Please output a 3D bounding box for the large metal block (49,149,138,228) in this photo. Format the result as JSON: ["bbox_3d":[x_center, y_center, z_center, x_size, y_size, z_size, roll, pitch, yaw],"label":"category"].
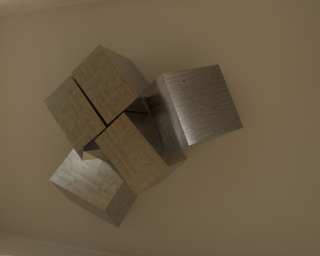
[{"bbox_3d":[-0.081,0.078,0.400,0.080,0.080,0.050,23,63,18],"label":"large metal block"}]

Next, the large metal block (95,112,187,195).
[{"bbox_3d":[-0.020,0.028,0.385,0.050,0.080,0.080,-43,77,15],"label":"large metal block"}]

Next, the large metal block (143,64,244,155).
[{"bbox_3d":[0.038,-0.022,0.359,0.050,0.081,0.080,-30,77,58],"label":"large metal block"}]

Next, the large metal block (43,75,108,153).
[{"bbox_3d":[-0.091,-0.017,0.411,0.050,0.080,0.080,-39,78,16],"label":"large metal block"}]

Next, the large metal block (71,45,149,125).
[{"bbox_3d":[-0.052,-0.051,0.397,0.050,0.080,0.080,-40,78,15],"label":"large metal block"}]
